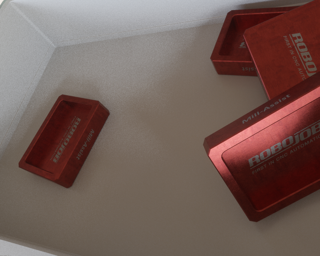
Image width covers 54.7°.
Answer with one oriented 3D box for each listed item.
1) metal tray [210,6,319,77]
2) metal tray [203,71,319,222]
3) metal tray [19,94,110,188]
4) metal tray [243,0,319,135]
[{"bbox_3d":[0.140,-0.110,0.395,0.130,0.030,0.090,9,66,31],"label":"metal tray"},{"bbox_3d":[0.119,0.019,0.288,0.130,0.090,0.030,-31,15,8],"label":"metal tray"},{"bbox_3d":[-0.143,0.015,0.465,0.090,0.030,0.130,12,68,32],"label":"metal tray"},{"bbox_3d":[0.155,-0.062,0.333,0.090,0.030,0.129,-21,73,15],"label":"metal tray"}]
